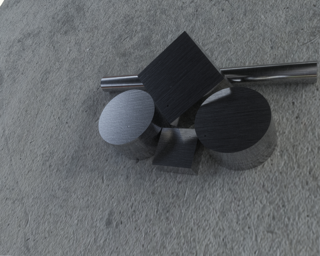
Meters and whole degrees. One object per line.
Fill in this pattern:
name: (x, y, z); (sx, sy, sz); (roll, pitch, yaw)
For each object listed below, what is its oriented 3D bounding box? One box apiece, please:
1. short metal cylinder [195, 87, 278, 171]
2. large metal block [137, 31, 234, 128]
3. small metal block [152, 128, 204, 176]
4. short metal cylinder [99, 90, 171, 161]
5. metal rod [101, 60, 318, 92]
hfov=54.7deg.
short metal cylinder: (0.085, 0.001, 0.344); (0.080, 0.050, 0.080); (-13, 56, 21)
large metal block: (0.032, -0.057, 0.384); (0.080, 0.050, 0.080); (-41, 66, 17)
small metal block: (0.024, 0.028, 0.376); (0.050, 0.025, 0.050); (2, 63, 29)
short metal cylinder: (-0.033, -0.004, 0.408); (0.080, 0.050, 0.080); (-13, 56, 21)
metal rod: (0.046, -0.067, 0.422); (0.300, 0.025, 0.025); (1, 62, 28)
